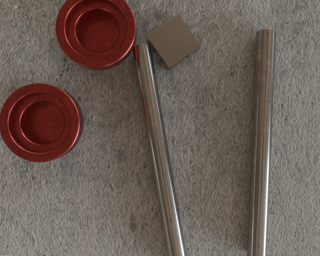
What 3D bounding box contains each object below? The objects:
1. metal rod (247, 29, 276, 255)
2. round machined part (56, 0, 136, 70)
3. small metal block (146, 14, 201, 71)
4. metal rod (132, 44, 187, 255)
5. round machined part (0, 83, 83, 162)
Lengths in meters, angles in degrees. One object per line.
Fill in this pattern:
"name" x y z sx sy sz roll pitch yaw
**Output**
"metal rod" 0.134 0.022 0.411 0.025 0.025 0.298 2 90 0
"round machined part" -0.079 -0.123 0.401 0.099 0.042 0.097 0 90 0
"small metal block" 0.018 -0.112 0.410 0.050 0.025 0.050 -35 90 0
"metal rod" 0.000 0.040 0.410 0.025 0.025 0.298 -10 90 0
"round machined part" -0.148 -0.007 0.400 0.099 0.042 0.097 0 90 0
